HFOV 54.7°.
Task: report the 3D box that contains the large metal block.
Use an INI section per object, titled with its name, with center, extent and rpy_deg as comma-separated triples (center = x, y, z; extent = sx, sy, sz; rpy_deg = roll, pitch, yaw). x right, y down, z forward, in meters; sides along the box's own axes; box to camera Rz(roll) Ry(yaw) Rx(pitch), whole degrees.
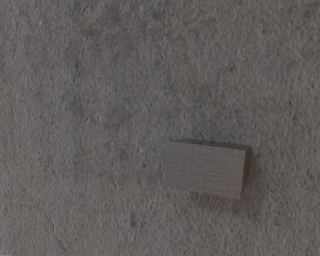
[large metal block]
center = 0.058, 0.043, 0.359
extent = 0.080, 0.080, 0.050
rpy_deg = 6, 92, 19
